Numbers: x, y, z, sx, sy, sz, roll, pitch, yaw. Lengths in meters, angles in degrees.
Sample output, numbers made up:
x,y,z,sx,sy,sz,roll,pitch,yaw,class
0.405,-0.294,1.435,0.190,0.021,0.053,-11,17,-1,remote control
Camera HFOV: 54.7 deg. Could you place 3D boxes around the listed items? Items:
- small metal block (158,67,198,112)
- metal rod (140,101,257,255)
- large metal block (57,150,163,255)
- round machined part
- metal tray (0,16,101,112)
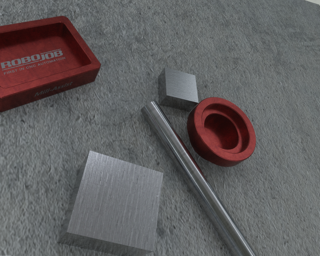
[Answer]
x,y,z,sx,sy,sz,roll,pitch,yaw,class
0.026,-0.056,0.452,0.050,0.025,0.050,11,57,-22,small metal block
0.064,0.094,0.380,0.025,0.025,0.299,-23,74,-36,metal rod
-0.048,0.079,0.314,0.080,0.050,0.080,20,54,-17,large metal block
0.080,0.009,0.430,0.099,0.042,0.098,14,56,-21,round machined part
-0.149,-0.082,0.369,0.131,0.030,0.090,-28,77,-37,metal tray
